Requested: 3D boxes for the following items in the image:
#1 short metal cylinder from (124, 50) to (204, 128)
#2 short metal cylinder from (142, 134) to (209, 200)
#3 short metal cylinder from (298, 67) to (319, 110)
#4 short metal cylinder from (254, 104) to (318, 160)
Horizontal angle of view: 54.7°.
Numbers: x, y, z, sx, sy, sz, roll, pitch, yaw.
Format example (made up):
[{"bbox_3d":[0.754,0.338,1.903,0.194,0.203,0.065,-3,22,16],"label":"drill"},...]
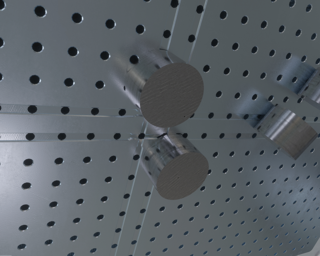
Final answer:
[{"bbox_3d":[0.004,-0.047,0.368,0.081,0.050,0.079,-14,124,-21],"label":"short metal cylinder"},{"bbox_3d":[0.022,0.055,0.441,0.081,0.050,0.079,-14,124,-21],"label":"short metal cylinder"},{"bbox_3d":[0.269,-0.053,0.490,0.080,0.080,0.050,24,106,-37],"label":"short metal cylinder"},{"bbox_3d":[0.197,0.006,0.487,0.080,0.080,0.050,34,99,-39],"label":"short metal cylinder"}]
